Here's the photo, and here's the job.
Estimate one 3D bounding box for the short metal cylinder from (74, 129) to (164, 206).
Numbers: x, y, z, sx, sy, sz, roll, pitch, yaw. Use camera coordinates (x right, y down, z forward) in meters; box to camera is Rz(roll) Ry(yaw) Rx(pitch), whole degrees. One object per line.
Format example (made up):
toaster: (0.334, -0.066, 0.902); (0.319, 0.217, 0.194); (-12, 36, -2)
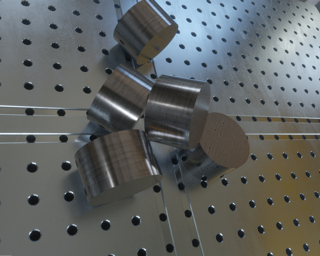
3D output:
short metal cylinder: (-0.043, 0.042, 0.325); (0.081, 0.080, 0.050); (-10, 67, -33)

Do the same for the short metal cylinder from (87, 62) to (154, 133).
short metal cylinder: (-0.042, -0.030, 0.368); (0.050, 0.080, 0.080); (33, 51, -2)

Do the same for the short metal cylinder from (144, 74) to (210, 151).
short metal cylinder: (0.022, -0.018, 0.355); (0.050, 0.080, 0.080); (13, 49, 19)

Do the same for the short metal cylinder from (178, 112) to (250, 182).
short metal cylinder: (0.072, 0.026, 0.417); (0.081, 0.050, 0.080); (14, 56, -21)

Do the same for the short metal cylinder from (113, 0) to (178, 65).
short metal cylinder: (-0.020, -0.138, 0.448); (0.050, 0.080, 0.080); (48, 51, 5)
